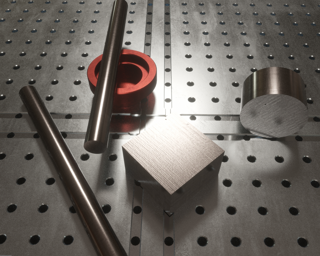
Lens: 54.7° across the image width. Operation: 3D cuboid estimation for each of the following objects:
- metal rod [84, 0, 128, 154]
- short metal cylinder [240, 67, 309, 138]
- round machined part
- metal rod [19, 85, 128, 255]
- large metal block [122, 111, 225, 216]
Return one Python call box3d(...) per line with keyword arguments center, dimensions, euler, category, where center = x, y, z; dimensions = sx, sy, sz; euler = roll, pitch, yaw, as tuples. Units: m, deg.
box3d(center=(-0.068, -0.094, 0.430), dimensions=(0.025, 0.025, 0.300), euler=(1, 50, 0), category="metal rod")
box3d(center=(0.146, -0.032, 0.401), dimensions=(0.080, 0.080, 0.050), euler=(9, 51, 7), category="short metal cylinder")
box3d(center=(-0.054, -0.069, 0.454), dimensions=(0.099, 0.042, 0.098), euler=(0, 50, 0), category="round machined part")
box3d(center=(-0.111, 0.046, 0.367), dimensions=(0.025, 0.025, 0.300), euler=(-26, 55, -20), category="metal rod")
box3d(center=(0.014, 0.038, 0.360), dimensions=(0.080, 0.050, 0.080), euler=(-34, 58, -26), category="large metal block")
